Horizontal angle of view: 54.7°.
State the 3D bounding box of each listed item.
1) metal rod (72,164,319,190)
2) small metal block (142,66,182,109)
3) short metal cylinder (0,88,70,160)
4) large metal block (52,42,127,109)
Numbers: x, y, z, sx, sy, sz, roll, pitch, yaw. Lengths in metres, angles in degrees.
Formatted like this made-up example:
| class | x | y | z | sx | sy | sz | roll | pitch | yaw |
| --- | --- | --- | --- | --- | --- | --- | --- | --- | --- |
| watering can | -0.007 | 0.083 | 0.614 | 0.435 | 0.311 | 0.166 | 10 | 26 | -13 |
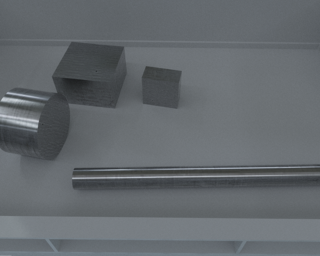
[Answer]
| class | x | y | z | sx | sy | sz | roll | pitch | yaw |
| --- | --- | --- | --- | --- | --- | --- | --- | --- | --- |
| metal rod | 0.054 | 0.056 | 0.358 | 0.302 | 0.025 | 0.025 | -1 | 50 | -1 |
| small metal block | 0.003 | -0.057 | 0.436 | 0.050 | 0.050 | 0.025 | 9 | 51 | 7 |
| short metal cylinder | -0.150 | -0.006 | 0.372 | 0.050 | 0.080 | 0.080 | 9 | 51 | 7 |
| large metal block | -0.099 | -0.078 | 0.453 | 0.080 | 0.050 | 0.080 | 7 | 50 | 5 |
